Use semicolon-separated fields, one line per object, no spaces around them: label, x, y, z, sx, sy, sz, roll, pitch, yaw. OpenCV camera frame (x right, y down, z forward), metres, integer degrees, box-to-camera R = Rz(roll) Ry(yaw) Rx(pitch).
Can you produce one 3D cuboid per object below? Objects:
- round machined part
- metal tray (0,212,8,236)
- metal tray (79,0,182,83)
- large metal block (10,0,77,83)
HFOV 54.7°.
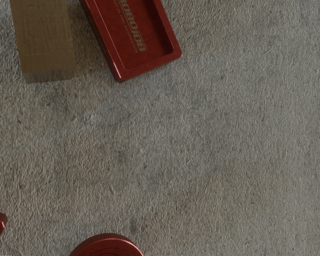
round machined part;-0.068;0.176;0.376;0.099;0.042;0.097;0;90;-21
metal tray;-0.234;0.138;0.319;0.090;0.030;0.130;30;80;-18
metal tray;-0.038;-0.133;0.392;0.091;0.030;0.129;-26;99;-18
large metal block;-0.126;-0.095;0.334;0.050;0.080;0.079;-10;94;-20
